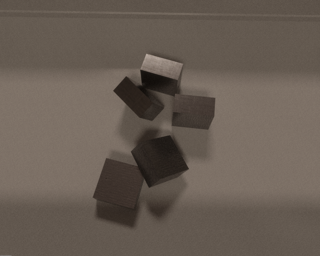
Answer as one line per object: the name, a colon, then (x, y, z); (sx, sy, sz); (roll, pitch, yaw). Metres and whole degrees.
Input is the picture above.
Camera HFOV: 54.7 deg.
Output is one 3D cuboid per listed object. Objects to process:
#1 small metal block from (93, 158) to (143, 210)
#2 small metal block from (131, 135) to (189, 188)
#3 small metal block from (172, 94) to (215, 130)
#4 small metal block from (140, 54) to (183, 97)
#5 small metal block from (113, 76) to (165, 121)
small metal block: (-0.049, 0.070, 0.384); (0.050, 0.025, 0.050); (14, 71, 5)
small metal block: (0.000, 0.040, 0.382); (0.050, 0.025, 0.050); (-11, 65, -45)
small metal block: (0.042, -0.020, 0.404); (0.050, 0.050, 0.025); (6, 70, 2)
small metal block: (0.002, -0.071, 0.422); (0.050, 0.050, 0.025); (17, 71, 5)
small metal block: (-0.026, -0.037, 0.407); (0.050, 0.050, 0.025); (45, 99, 14)
